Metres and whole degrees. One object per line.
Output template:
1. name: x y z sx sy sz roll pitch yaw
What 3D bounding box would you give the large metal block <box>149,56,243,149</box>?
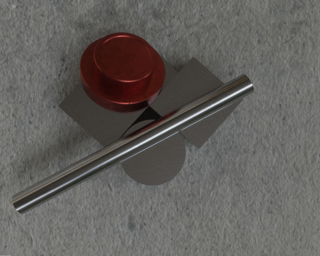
1. large metal block: 0.044 -0.031 0.399 0.080 0.050 0.080 41 90 -1

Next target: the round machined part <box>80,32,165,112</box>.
1. round machined part: -0.042 -0.071 0.358 0.099 0.042 0.098 5 64 -10

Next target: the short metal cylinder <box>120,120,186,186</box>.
1. short metal cylinder: -0.009 0.029 0.398 0.081 0.050 0.079 0 90 -1

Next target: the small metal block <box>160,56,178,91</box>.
1. small metal block: -0.011 -0.069 0.410 0.050 0.025 0.050 43 90 -1

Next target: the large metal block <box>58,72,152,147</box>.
1. large metal block: -0.066 -0.029 0.397 0.080 0.050 0.080 42 90 -1

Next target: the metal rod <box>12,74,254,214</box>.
1. metal rod: -0.030 0.018 0.361 0.301 0.025 0.025 -28 90 0
